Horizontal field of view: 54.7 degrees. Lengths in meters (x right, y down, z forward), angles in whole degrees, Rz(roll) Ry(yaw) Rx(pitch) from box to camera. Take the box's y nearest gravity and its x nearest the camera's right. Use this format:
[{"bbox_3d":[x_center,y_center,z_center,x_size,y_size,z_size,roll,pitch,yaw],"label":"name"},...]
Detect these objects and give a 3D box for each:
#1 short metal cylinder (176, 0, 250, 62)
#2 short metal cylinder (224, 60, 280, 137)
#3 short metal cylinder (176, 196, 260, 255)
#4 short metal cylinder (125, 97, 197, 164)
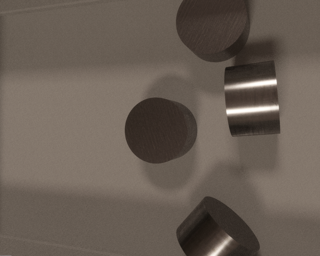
[{"bbox_3d":[0.065,-0.124,0.374,0.080,0.050,0.079,0,90,19],"label":"short metal cylinder"},{"bbox_3d":[0.104,-0.031,0.345,0.050,0.080,0.080,-5,89,20],"label":"short metal cylinder"},{"bbox_3d":[0.066,0.126,0.358,0.080,0.080,0.050,41,103,15],"label":"short metal cylinder"},{"bbox_3d":[0.003,0.003,0.396,0.080,0.050,0.079,0,90,19],"label":"short metal cylinder"}]
